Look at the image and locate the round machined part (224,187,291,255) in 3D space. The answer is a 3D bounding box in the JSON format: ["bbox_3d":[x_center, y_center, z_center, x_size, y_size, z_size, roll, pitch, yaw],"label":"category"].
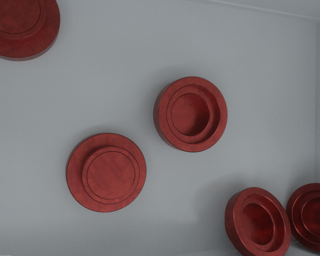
[{"bbox_3d":[0.131,0.137,0.436,0.099,0.042,0.098,13,59,-22],"label":"round machined part"}]

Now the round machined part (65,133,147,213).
[{"bbox_3d":[-0.063,0.055,0.378,0.099,0.042,0.097,0,90,-20],"label":"round machined part"}]

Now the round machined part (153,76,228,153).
[{"bbox_3d":[0.037,-0.017,0.415,0.099,0.042,0.097,0,90,-20],"label":"round machined part"}]

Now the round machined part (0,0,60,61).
[{"bbox_3d":[-0.162,-0.127,0.342,0.099,0.042,0.097,0,90,-20],"label":"round machined part"}]

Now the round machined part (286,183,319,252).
[{"bbox_3d":[0.246,0.134,0.465,0.042,0.098,0.098,16,85,-37],"label":"round machined part"}]
